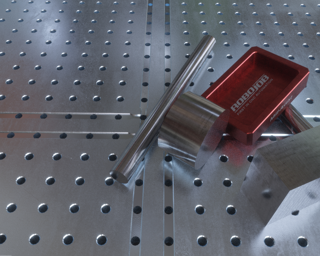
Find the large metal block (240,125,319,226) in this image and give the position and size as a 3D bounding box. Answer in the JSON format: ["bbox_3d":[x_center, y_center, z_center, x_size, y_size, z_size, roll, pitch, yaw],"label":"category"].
[{"bbox_3d":[0.142,0.051,0.331,0.081,0.080,0.050,-18,53,-15],"label":"large metal block"}]

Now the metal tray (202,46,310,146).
[{"bbox_3d":[0.126,-0.048,0.423,0.130,0.030,0.090,-43,57,-16],"label":"metal tray"}]

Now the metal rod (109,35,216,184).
[{"bbox_3d":[0.018,-0.046,0.446,0.025,0.025,0.301,21,53,16],"label":"metal rod"}]

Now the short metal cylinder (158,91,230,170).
[{"bbox_3d":[0.042,0.003,0.370,0.050,0.080,0.080,29,56,22],"label":"short metal cylinder"}]

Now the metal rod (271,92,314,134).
[{"bbox_3d":[0.209,0.040,0.376,0.025,0.025,0.300,-18,53,-15],"label":"metal rod"}]
